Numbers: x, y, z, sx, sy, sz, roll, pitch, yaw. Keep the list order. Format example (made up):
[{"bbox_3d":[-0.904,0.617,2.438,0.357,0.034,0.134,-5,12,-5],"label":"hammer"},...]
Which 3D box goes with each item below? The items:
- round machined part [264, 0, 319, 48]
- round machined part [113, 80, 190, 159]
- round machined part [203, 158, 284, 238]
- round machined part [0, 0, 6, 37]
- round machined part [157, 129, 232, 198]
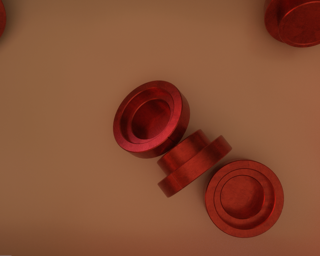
[{"bbox_3d":[0.178,-0.136,0.374,0.099,0.098,0.042,9,59,-1],"label":"round machined part"},{"bbox_3d":[-0.006,-0.007,0.386,0.098,0.042,0.098,-16,57,26],"label":"round machined part"},{"bbox_3d":[0.105,0.088,0.404,0.099,0.042,0.097,0,90,-1],"label":"round machined part"},{"bbox_3d":[-0.248,-0.146,0.381,0.098,0.098,0.042,-45,52,0],"label":"round machined part"},{"bbox_3d":[0.035,0.038,0.376,0.098,0.098,0.042,-37,82,0],"label":"round machined part"}]
